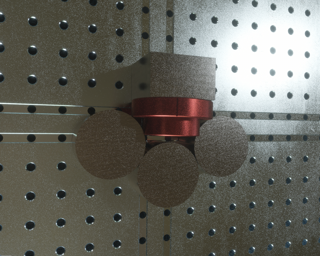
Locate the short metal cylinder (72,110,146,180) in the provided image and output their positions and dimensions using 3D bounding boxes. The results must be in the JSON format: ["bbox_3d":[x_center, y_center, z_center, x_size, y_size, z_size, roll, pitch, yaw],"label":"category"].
[{"bbox_3d":[-0.063,0.019,0.376,0.081,0.050,0.079,0,90,-20],"label":"short metal cylinder"}]

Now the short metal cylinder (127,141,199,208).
[{"bbox_3d":[0.003,0.057,0.401,0.081,0.050,0.079,0,90,-20],"label":"short metal cylinder"}]

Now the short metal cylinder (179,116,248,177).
[{"bbox_3d":[0.072,0.024,0.426,0.081,0.050,0.079,0,90,-20],"label":"short metal cylinder"}]

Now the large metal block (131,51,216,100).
[{"bbox_3d":[0.014,-0.058,0.388,0.081,0.080,0.050,1,90,-20],"label":"large metal block"}]

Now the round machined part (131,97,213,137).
[{"bbox_3d":[0.014,-0.011,0.377,0.099,0.098,0.042,2,89,-20],"label":"round machined part"}]
